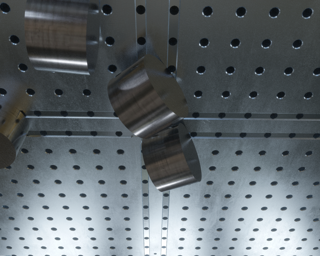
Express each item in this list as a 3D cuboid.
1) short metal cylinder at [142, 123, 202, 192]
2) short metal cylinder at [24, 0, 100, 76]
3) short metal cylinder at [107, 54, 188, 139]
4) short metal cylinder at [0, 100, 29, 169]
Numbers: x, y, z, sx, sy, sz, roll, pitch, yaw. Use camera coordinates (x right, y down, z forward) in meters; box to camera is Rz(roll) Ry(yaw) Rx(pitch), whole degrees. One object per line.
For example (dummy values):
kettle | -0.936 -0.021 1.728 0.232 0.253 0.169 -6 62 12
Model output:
short metal cylinder | 0.017 0.039 0.409 0.050 0.080 0.080 -20 128 16
short metal cylinder | -0.089 -0.093 0.296 0.050 0.080 0.079 5 130 -4
short metal cylinder | -0.012 -0.035 0.346 0.050 0.080 0.080 -30 124 23
short metal cylinder | -0.219 0.008 0.400 0.081 0.050 0.079 0 130 0
